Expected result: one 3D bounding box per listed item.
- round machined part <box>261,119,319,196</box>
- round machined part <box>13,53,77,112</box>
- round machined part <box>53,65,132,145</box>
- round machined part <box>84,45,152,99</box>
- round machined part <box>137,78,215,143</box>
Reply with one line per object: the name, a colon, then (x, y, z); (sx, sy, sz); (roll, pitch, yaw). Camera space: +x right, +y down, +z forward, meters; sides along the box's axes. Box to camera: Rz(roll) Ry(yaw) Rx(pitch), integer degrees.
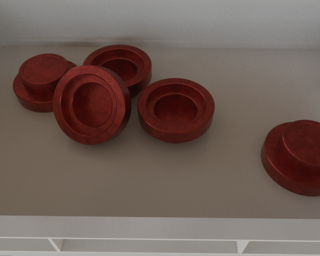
round machined part: (0.176, 0.028, 0.371); (0.099, 0.042, 0.098); (0, 50, 0)
round machined part: (-0.165, -0.072, 0.454); (0.099, 0.042, 0.098); (0, 50, 0)
round machined part: (-0.082, -0.030, 0.395); (0.098, 0.097, 0.042); (17, 11, 14)
round machined part: (-0.061, -0.077, 0.459); (0.099, 0.042, 0.098); (0, 50, 0)
round machined part: (0.020, -0.018, 0.409); (0.099, 0.042, 0.098); (0, 50, 0)
